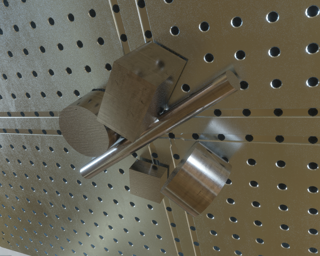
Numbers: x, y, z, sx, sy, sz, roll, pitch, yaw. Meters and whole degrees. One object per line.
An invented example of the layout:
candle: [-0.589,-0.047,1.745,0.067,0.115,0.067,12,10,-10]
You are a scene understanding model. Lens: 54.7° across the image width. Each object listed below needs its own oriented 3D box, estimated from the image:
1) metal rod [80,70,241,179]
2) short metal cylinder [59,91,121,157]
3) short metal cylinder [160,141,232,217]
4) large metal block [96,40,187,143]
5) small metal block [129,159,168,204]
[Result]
metal rod: [-0.021,0.011,0.425,0.299,0.025,0.025,-32,101,38]
short metal cylinder: [-0.093,-0.006,0.435,0.080,0.050,0.079,13,124,21]
short metal cylinder: [0.044,0.063,0.387,0.050,0.080,0.080,37,129,3]
large metal block: [-0.021,-0.043,0.355,0.050,0.080,0.079,32,129,7]
small metal block: [-0.017,0.080,0.465,0.050,0.025,0.050,14,124,20]
